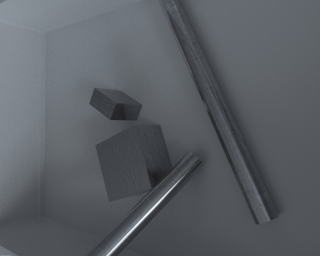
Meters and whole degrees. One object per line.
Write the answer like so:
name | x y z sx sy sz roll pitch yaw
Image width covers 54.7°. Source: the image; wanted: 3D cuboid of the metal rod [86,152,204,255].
metal rod | -0.063 0.139 0.342 0.301 0.025 0.025 -44 56 -12

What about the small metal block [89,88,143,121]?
small metal block | -0.062 -0.033 0.440 0.050 0.050 0.025 35 112 34

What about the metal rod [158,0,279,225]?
metal rod | 0.058 -0.040 0.357 0.025 0.025 0.299 -32 70 35

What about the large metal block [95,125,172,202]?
large metal block | -0.034 0.047 0.416 0.080 0.050 0.080 -26 74 36
